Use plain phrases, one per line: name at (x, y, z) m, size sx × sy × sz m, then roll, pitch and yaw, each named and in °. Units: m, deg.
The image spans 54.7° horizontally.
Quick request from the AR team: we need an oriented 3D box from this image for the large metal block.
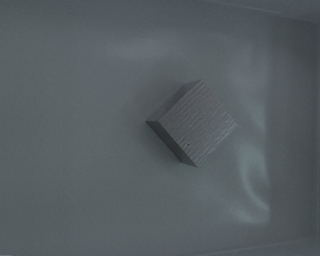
large metal block at (0.042, -0.006, 0.414) m, size 0.080 × 0.050 × 0.080 m, roll -44°, pitch 104°, yaw -15°
